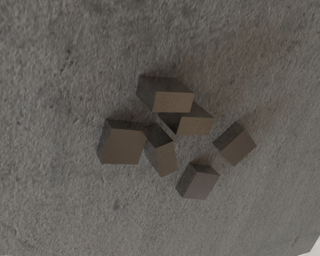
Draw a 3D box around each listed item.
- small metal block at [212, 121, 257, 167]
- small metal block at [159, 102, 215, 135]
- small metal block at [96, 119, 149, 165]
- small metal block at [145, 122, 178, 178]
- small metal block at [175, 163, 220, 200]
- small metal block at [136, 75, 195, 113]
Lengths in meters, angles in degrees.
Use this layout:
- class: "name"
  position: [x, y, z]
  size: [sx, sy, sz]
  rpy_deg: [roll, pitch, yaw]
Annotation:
- class: "small metal block"
  position: [0.118, 0.026, 0.490]
  size: [0.050, 0.025, 0.050]
  rpy_deg: [-43, 130, 1]
- class: "small metal block"
  position: [0.034, -0.014, 0.402]
  size: [0.050, 0.050, 0.025]
  rpy_deg: [1, 118, -29]
- class: "small metal block"
  position: [-0.048, 0.018, 0.393]
  size: [0.050, 0.025, 0.050]
  rpy_deg: [6, 116, -31]
- class: "small metal block"
  position: [-0.002, 0.028, 0.409]
  size: [0.025, 0.050, 0.050]
  rpy_deg: [-22, 127, -16]
- class: "small metal block"
  position: [0.060, 0.086, 0.495]
  size: [0.050, 0.025, 0.050]
  rpy_deg: [14, 111, -35]
- class: "small metal block"
  position: [0.005, -0.041, 0.370]
  size: [0.050, 0.050, 0.025]
  rpy_deg: [-1, 119, -28]
